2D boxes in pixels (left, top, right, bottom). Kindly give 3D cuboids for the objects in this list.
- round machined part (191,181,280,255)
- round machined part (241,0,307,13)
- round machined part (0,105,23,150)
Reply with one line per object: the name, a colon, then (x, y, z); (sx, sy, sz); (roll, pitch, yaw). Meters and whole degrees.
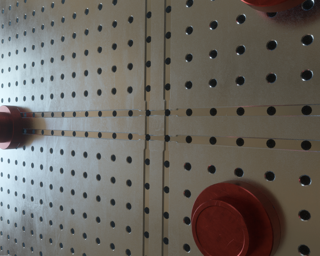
round machined part: (0.074, 0.109, 0.336); (0.098, 0.042, 0.097); (0, 90, 39)
round machined part: (0.119, -0.161, 0.299); (0.098, 0.042, 0.097); (0, 90, 39)
round machined part: (-0.345, -0.001, 0.678); (0.098, 0.042, 0.097); (0, 90, 39)
